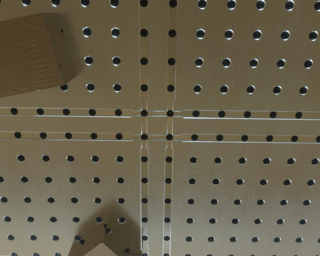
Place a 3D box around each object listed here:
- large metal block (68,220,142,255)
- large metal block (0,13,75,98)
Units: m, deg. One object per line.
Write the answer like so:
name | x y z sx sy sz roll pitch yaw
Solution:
large metal block | -0.085 0.203 0.474 0.080 0.050 0.080 -38 106 13
large metal block | -0.157 -0.087 0.367 0.080 0.050 0.080 -10 110 4
